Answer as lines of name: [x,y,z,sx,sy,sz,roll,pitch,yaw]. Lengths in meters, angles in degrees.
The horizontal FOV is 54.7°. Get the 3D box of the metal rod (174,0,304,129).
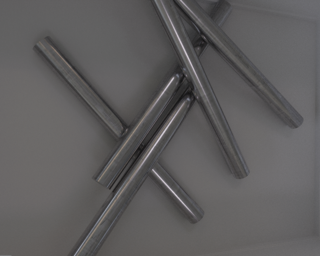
metal rod: [0.108,-0.091,0.424,0.301,0.025,0.025,37,78,-26]

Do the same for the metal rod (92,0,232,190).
metal rod: [0.013,-0.055,0.397,0.025,0.025,0.300,39,71,-16]

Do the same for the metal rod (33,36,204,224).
metal rod: [-0.043,0.012,0.394,0.025,0.025,0.300,-44,104,-15]

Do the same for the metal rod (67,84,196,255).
metal rod: [-0.028,0.055,0.366,0.025,0.025,0.301,41,66,-15]

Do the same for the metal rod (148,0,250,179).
metal rod: [0.052,-0.052,0.394,0.025,0.025,0.299,-37,115,-16]
